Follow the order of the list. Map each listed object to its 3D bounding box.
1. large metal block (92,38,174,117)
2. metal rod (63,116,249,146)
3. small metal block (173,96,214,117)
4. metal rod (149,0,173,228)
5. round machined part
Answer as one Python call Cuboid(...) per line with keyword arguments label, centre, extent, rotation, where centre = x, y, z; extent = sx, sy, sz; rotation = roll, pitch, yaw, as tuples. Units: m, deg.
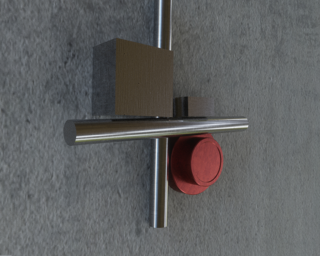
Cuboid(label="large metal block", centre=(-0.031, -0.053, 0.364), extent=(0.081, 0.050, 0.079), rotation=(1, 90, -40))
Cuboid(label="metal rod", centre=(0.024, -0.001, 0.396), extent=(0.302, 0.025, 0.025), rotation=(-3, 92, -44))
Cuboid(label="small metal block", centre=(0.038, -0.028, 0.425), extent=(0.050, 0.050, 0.025), rotation=(-2, 92, -40))
Cuboid(label="metal rod", centre=(0.001, -0.022, 0.409), extent=(0.025, 0.025, 0.298), rotation=(2, 89, -40))
Cuboid(label="round machined part", centre=(0.053, 0.047, 0.441), extent=(0.099, 0.042, 0.097), rotation=(0, 90, -40))
